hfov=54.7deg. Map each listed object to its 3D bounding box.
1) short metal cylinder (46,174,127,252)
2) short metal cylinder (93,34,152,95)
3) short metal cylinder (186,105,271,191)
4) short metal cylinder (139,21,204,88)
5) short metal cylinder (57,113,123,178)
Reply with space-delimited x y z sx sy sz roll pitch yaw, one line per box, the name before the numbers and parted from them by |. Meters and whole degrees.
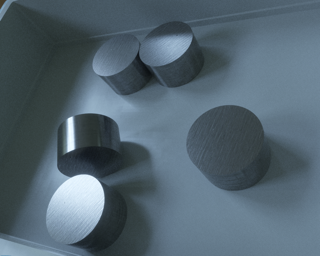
short metal cylinder | -0.087 0.102 0.373 0.080 0.050 0.080 -13 56 21
short metal cylinder | -0.056 -0.098 0.479 0.080 0.050 0.080 -13 56 21
short metal cylinder | 0.075 0.022 0.337 0.080 0.050 0.080 -13 56 21
short metal cylinder | 0.017 -0.105 0.445 0.080 0.050 0.080 -13 56 21
short metal cylinder | -0.091 0.026 0.403 0.080 0.080 0.050 -23 53 14
